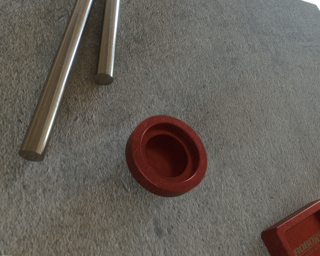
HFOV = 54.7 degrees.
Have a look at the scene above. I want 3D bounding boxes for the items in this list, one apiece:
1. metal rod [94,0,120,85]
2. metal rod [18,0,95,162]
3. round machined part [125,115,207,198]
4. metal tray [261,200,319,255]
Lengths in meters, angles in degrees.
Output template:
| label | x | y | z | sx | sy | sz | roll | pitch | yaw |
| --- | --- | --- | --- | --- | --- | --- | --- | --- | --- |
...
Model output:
| label | x | y | z | sx | sy | sz | roll | pitch | yaw |
| --- | --- | --- | --- | --- | --- | --- | --- | --- | --- |
| metal rod | -0.075 | -0.191 | 0.481 | 0.025 | 0.025 | 0.299 | 13 | 56 | -22 |
| metal rod | -0.119 | -0.096 | 0.398 | 0.025 | 0.025 | 0.300 | 18 | 55 | -18 |
| round machined part | 0.004 | 0.037 | 0.374 | 0.099 | 0.042 | 0.098 | 14 | 56 | -21 |
| metal tray | 0.207 | 0.158 | 0.418 | 0.131 | 0.030 | 0.090 | -13 | 69 | -34 |
